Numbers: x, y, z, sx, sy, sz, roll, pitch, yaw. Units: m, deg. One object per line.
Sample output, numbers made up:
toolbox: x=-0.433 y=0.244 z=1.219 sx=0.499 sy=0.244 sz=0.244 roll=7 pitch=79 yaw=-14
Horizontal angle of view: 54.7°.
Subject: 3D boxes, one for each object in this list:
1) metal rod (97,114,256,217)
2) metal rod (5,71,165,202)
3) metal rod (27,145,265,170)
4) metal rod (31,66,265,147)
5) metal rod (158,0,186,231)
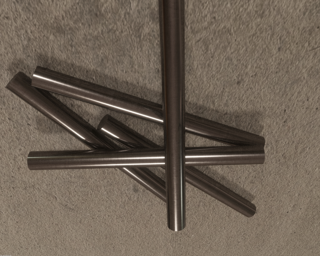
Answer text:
metal rod: x=0.040 y=0.067 z=0.464 sx=0.301 sy=0.025 sz=0.025 roll=33 pitch=123 yaw=-25
metal rod: x=-0.073 y=0.031 z=0.432 sx=0.025 sy=0.025 sz=0.300 roll=-33 pitch=123 yaw=24
metal rod: x=-0.018 y=0.039 z=0.405 sx=0.302 sy=0.025 sz=0.025 roll=-2 pitch=130 yaw=0
metal rod: x=-0.002 y=-0.018 z=0.391 sx=0.302 sy=0.025 sz=0.025 roll=16 pitch=128 yaw=-14
metal rod: x=0.016 y=-0.003 z=0.356 sx=0.025 sy=0.025 sz=0.298 roll=-2 pitch=116 yaw=1
